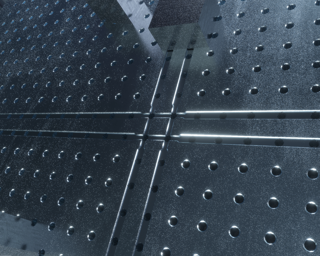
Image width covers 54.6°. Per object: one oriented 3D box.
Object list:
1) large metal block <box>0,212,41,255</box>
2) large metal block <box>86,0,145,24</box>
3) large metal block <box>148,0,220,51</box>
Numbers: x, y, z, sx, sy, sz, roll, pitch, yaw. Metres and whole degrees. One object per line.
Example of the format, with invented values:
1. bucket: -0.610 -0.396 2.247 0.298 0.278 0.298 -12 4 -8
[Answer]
1. large metal block: -0.216 0.154 0.393 0.080 0.080 0.050 -37 51 3
2. large metal block: -0.088 -0.240 0.567 0.080 0.080 0.050 16 70 34
3. large metal block: 0.039 -0.169 0.477 0.080 0.050 0.080 4 63 30
